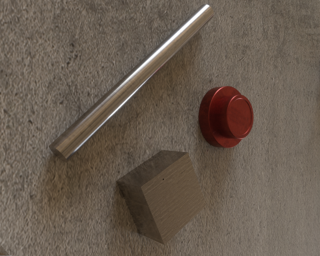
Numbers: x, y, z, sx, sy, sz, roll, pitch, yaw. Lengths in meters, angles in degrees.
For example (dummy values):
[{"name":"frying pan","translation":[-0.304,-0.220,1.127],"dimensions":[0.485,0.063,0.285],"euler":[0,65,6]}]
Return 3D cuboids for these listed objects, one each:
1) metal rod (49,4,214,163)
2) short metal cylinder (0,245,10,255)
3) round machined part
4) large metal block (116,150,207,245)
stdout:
[{"name":"metal rod","translation":[-0.018,-0.073,0.389],"dimensions":[0.301,0.025,0.025],"euler":[-49,119,-29]},{"name":"short metal cylinder","translation":[-0.161,0.133,0.254],"dimensions":[0.081,0.050,0.080],"euler":[0,90,-40]},{"name":"round machined part","translation":[0.110,-0.017,0.485],"dimensions":[0.099,0.042,0.097],"euler":[0,90,-40]},{"name":"large metal block","translation":[0.004,0.083,0.392],"dimensions":[0.081,0.050,0.080],"euler":[-32,110,-35]}]
